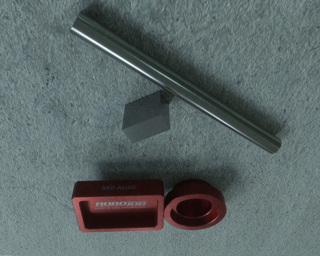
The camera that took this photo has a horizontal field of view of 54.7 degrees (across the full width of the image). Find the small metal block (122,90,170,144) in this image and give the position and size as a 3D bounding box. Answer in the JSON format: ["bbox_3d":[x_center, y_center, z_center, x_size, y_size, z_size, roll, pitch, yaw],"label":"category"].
[{"bbox_3d":[-0.016,-0.014,0.379,0.050,0.050,0.025,-21,127,16],"label":"small metal block"}]

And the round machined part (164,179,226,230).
[{"bbox_3d":[0.054,0.120,0.499,0.099,0.042,0.097,-1,130,0],"label":"round machined part"}]

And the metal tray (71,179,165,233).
[{"bbox_3d":[-0.060,0.120,0.473,0.131,0.030,0.089,-1,129,-3],"label":"metal tray"}]

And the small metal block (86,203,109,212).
[{"bbox_3d":[-0.094,0.119,0.507,0.050,0.025,0.050,-14,129,11],"label":"small metal block"}]

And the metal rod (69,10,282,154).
[{"bbox_3d":[0.036,-0.042,0.372,0.301,0.025,0.025,29,124,-23],"label":"metal rod"}]
